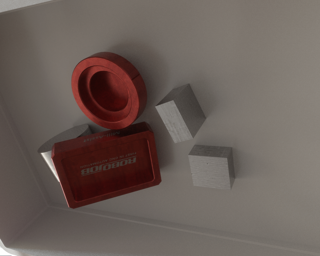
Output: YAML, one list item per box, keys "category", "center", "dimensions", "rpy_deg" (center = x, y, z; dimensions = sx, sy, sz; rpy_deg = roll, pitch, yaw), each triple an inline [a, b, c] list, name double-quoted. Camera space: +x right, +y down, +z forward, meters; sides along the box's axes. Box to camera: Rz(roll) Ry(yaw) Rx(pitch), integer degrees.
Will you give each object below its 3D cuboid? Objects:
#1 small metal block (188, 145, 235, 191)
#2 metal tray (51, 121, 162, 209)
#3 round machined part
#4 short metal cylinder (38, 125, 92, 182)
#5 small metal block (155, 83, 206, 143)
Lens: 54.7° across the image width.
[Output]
- category: "small metal block"
  center: [0.068, 0.051, 0.403]
  dimensions: [0.050, 0.025, 0.050]
  rpy_deg: [2, 120, 27]
- category: "metal tray"
  center: [-0.069, 0.050, 0.421]
  dimensions: [0.131, 0.030, 0.089]
  rpy_deg: [-14, 118, -11]
- category: "round machined part"
  center: [-0.060, -0.050, 0.397]
  dimensions: [0.098, 0.042, 0.097]
  rpy_deg: [13, 124, 20]
- category: "short metal cylinder"
  center: [-0.132, 0.036, 0.463]
  dimensions: [0.080, 0.080, 0.050]
  rpy_deg: [-12, 113, 33]
- category: "small metal block"
  center: [0.026, -0.018, 0.367]
  dimensions: [0.025, 0.050, 0.050]
  rpy_deg: [-17, 110, 34]
